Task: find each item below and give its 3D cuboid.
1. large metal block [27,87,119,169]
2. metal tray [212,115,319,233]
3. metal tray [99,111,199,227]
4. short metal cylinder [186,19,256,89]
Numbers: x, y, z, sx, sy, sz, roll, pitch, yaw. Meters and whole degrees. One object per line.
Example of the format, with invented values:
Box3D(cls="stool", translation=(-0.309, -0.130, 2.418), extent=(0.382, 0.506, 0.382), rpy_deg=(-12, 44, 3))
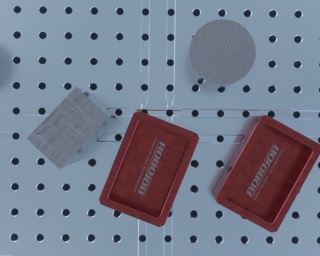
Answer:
Box3D(cls="large metal block", translation=(-0.103, 0.000, 0.385), extent=(0.050, 0.080, 0.080), rpy_deg=(43, 90, 0))
Box3D(cls="metal tray", translation=(0.140, 0.059, 0.411), extent=(0.090, 0.030, 0.130), rpy_deg=(29, 90, 0))
Box3D(cls="metal tray", translation=(-0.014, 0.052, 0.410), extent=(0.090, 0.030, 0.129), rpy_deg=(22, 90, 0))
Box3D(cls="short metal cylinder", translation=(0.076, -0.093, 0.401), extent=(0.081, 0.050, 0.079), rpy_deg=(0, 90, 0))
